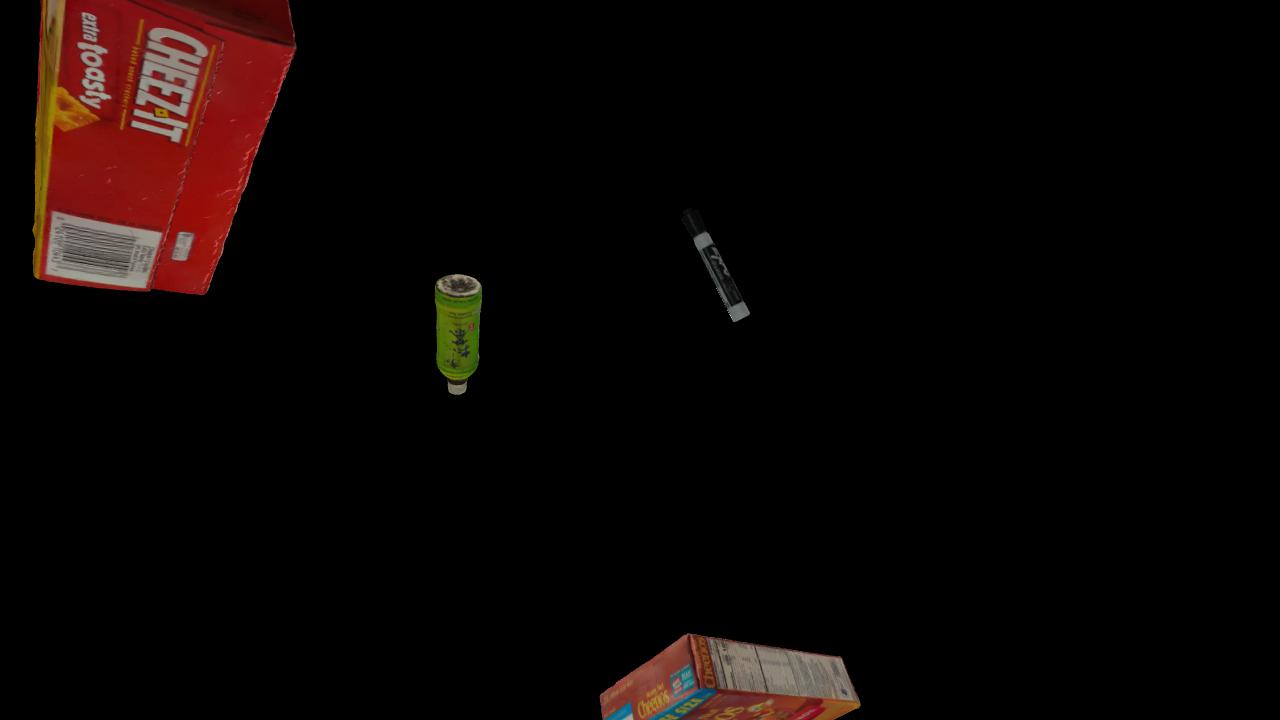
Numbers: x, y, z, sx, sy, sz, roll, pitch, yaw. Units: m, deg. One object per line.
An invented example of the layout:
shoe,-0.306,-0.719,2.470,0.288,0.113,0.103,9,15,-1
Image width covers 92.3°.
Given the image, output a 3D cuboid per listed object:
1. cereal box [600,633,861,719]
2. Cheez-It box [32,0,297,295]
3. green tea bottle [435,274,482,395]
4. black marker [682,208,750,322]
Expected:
cereal box,0.124,0.471,0.849,0.306,0.081,0.203,23,-56,-31
Cheez-It box,-0.226,-0.167,0.284,0.071,0.223,0.166,4,-31,-44
green tea bottle,-0.293,-0.033,0.989,0.073,0.212,0.073,9,38,-7
black marker,0.074,-0.095,0.609,0.020,0.121,0.020,-27,1,1
